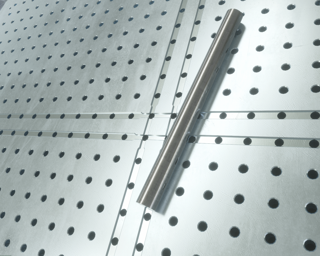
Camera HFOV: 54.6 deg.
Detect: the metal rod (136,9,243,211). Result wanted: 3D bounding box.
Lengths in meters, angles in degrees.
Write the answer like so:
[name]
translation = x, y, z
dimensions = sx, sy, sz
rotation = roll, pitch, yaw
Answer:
[metal rod]
translation = 0.046, -0.037, 0.407
dimensions = 0.025, 0.025, 0.300
rotation = 14, 69, 34
